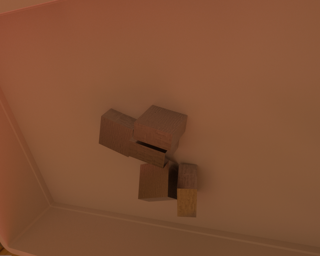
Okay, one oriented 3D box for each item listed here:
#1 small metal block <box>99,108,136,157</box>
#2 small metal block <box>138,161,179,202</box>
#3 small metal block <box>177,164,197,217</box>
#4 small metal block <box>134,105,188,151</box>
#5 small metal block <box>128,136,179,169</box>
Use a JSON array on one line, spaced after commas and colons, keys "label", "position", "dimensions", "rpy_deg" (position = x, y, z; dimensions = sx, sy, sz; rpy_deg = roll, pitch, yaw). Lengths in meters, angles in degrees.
[{"label": "small metal block", "position": [-0.058, 0.007, 0.443], "dimensions": [0.050, 0.025, 0.050], "rpy_deg": [23, 127, 14]}, {"label": "small metal block", "position": [-0.002, 0.076, 0.438], "dimensions": [0.050, 0.050, 0.025], "rpy_deg": [-13, 153, 33]}, {"label": "small metal block", "position": [0.037, 0.085, 0.422], "dimensions": [0.025, 0.050, 0.050], "rpy_deg": [1, 121, 6]}, {"label": "small metal block", "position": [0.001, -0.001, 0.391], "dimensions": [0.050, 0.050, 0.025], "rpy_deg": [18, 126, 18]}, {"label": "small metal block", "position": [-0.007, 0.022, 0.410], "dimensions": [0.050, 0.050, 0.025], "rpy_deg": [18, 126, 17]}]
